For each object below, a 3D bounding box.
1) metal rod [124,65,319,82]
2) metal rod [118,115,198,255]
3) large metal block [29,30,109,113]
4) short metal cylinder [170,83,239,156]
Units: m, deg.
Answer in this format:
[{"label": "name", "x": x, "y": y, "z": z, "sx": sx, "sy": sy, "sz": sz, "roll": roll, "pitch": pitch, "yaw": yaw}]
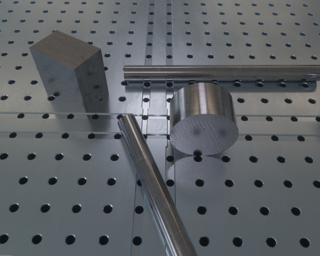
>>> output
[{"label": "metal rod", "x": 0.096, "y": -0.085, "z": 0.479, "sx": 0.302, "sy": 0.025, "sz": 0.025, "roll": 0, "pitch": 50, "yaw": -1}, {"label": "metal rod", "x": 0.010, "y": 0.098, "z": 0.325, "sx": 0.025, "sy": 0.025, "sz": 0.300, "roll": -17, "pitch": 52, "yaw": -14}, {"label": "large metal block", "x": -0.125, "y": -0.079, "z": 0.438, "sx": 0.080, "sy": 0.080, "sz": 0.050, "roll": 27, "pitch": 55, "yaw": 20}, {"label": "short metal cylinder", "x": 0.052, "y": -0.009, "z": 0.380, "sx": 0.081, "sy": 0.080, "sz": 0.050, "roll": 1, "pitch": 50, "yaw": 0}]
